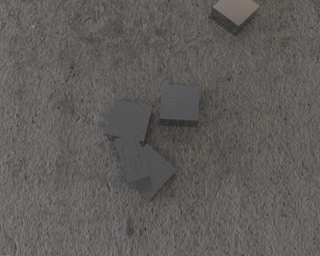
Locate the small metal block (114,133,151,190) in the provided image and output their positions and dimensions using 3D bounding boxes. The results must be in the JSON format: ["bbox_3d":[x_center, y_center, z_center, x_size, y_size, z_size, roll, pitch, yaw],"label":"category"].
[{"bbox_3d":[-0.030,0.040,0.353,0.025,0.050,0.050,-17,71,-6],"label":"small metal block"}]

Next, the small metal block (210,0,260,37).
[{"bbox_3d":[0.114,-0.177,0.473,0.050,0.025,0.050,42,75,13],"label":"small metal block"}]

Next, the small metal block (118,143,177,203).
[{"bbox_3d":[-0.015,0.056,0.387,0.050,0.025,0.050,41,75,13],"label":"small metal block"}]

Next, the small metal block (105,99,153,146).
[{"bbox_3d":[-0.040,-0.006,0.410,0.050,0.025,0.050,11,70,4],"label":"small metal block"}]

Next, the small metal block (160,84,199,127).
[{"bbox_3d":[0.026,-0.030,0.419,0.050,0.025,0.050,3,70,1],"label":"small metal block"}]
